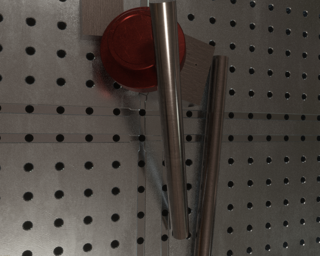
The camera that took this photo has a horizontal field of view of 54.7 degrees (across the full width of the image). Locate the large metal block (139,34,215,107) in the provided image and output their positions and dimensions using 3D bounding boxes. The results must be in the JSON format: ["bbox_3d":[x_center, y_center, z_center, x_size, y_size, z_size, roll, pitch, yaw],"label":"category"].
[{"bbox_3d":[0.016,-0.078,0.406,0.081,0.050,0.080,17,84,-20],"label":"large metal block"}]

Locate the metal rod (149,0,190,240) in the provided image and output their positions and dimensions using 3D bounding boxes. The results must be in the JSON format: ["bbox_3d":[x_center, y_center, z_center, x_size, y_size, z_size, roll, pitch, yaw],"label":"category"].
[{"bbox_3d":[0.015,0.013,0.357,0.025,0.025,0.298,-17,120,-20],"label":"metal rod"}]

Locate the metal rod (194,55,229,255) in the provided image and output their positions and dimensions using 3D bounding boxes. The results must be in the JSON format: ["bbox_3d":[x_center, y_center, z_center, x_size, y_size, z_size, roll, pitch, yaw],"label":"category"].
[{"bbox_3d":[0.073,0.047,0.441,0.025,0.025,0.298,6,88,-20],"label":"metal rod"}]

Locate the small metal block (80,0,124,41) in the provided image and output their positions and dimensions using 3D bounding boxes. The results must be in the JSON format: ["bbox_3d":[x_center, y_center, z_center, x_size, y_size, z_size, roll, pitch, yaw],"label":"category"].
[{"bbox_3d":[-0.073,-0.136,0.386,0.050,0.025,0.050,-2,91,-20],"label":"small metal block"}]

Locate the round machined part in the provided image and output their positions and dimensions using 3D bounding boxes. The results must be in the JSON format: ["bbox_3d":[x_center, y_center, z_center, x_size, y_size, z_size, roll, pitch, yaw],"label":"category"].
[{"bbox_3d":[-0.020,-0.092,0.350,0.099,0.042,0.097,-1,82,6],"label":"round machined part"}]
